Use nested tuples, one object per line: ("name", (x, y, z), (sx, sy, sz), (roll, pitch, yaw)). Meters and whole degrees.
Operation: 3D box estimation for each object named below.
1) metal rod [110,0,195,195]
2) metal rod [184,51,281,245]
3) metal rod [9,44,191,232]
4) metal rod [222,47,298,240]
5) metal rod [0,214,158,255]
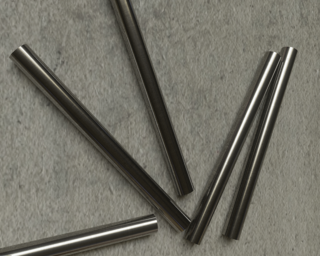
("metal rod", (-0.013, -0.054, 0.405), (0.025, 0.025, 0.298), (-21, 97, -19))
("metal rod", (0.109, 0.023, 0.450), (0.025, 0.025, 0.299), (29, 80, -18))
("metal rod", (-0.064, 0.022, 0.386), (0.025, 0.025, 0.300), (-45, 104, -15))
("metal rod", (0.153, 0.018, 0.467), (0.025, 0.025, 0.299), (22, 82, -19))
("metal rod", (-0.148, 0.143, 0.354), (0.303, 0.025, 0.025), (-7, 93, -20))
